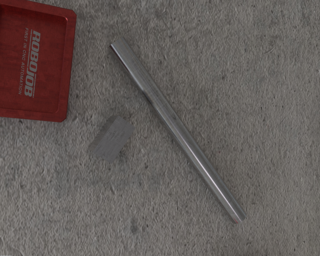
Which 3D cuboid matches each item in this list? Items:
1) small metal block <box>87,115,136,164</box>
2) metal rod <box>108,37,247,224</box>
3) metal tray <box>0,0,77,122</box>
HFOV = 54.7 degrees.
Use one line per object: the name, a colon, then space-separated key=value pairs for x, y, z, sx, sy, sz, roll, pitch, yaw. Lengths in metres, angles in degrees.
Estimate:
small metal block: x=-0.060 y=0.013 z=0.374 sx=0.025 sy=0.050 sz=0.050 roll=37 pitch=78 yaw=-17
metal rod: x=0.030 y=0.011 z=0.420 sx=0.025 sy=0.025 sz=0.299 roll=-39 pitch=103 yaw=-16
metal tray: x=-0.148 y=-0.074 z=0.351 sx=0.091 sy=0.030 sz=0.129 roll=6 pitch=88 yaw=-20
